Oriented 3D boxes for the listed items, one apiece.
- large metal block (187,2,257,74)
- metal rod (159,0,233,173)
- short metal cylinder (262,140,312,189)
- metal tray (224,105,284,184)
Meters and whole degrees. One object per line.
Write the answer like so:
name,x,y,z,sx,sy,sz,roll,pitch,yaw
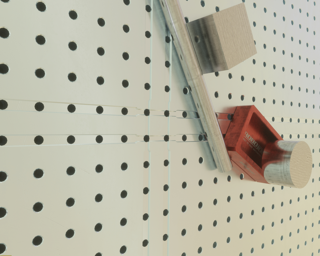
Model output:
large metal block,0.096,-0.136,0.473,0.081,0.050,0.080,-33,110,-35
metal rod,0.053,-0.068,0.452,0.025,0.025,0.299,-34,111,-35
short metal cylinder,0.222,0.061,0.539,0.081,0.050,0.080,0,90,-40
metal tray,0.168,0.031,0.546,0.130,0.030,0.090,39,66,-33
